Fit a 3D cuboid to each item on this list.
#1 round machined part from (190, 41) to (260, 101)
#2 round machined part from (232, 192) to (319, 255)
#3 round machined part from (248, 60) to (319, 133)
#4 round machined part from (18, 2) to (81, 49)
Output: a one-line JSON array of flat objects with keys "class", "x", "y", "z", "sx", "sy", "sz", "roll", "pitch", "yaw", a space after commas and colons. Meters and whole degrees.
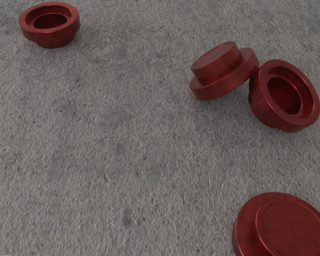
[{"class": "round machined part", "x": 0.082, "y": -0.084, "z": 0.428, "sx": 0.098, "sy": 0.042, "sz": 0.098, "roll": -31, "pitch": 20, "yaw": 13}, {"class": "round machined part", "x": 0.124, "y": 0.106, "z": 0.304, "sx": 0.099, "sy": 0.042, "sz": 0.098, "roll": 0, "pitch": 50, "yaw": 0}, {"class": "round machined part", "x": 0.157, "y": -0.038, "z": 0.409, "sx": 0.099, "sy": 0.042, "sz": 0.098, "roll": 11, "pitch": 62, "yaw": -21}, {"class": "round machined part", "x": -0.188, "y": -0.175, "z": 0.538, "sx": 0.099, "sy": 0.042, "sz": 0.098, "roll": 0, "pitch": 50, "yaw": 0}]
